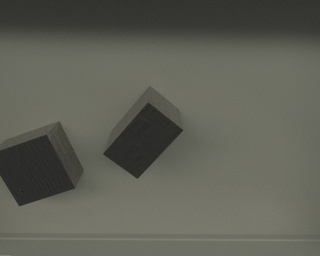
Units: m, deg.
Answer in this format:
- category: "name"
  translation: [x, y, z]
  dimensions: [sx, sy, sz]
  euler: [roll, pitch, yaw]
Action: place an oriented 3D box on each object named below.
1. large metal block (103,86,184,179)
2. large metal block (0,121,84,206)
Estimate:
- category: "large metal block"
  translation: [-0.020, 0.002, 0.383]
  dimensions: [0.050, 0.080, 0.080]
  euler: [39, 105, -13]
- category: "large metal block"
  translation: [-0.161, 0.047, 0.413]
  dimensions: [0.080, 0.050, 0.080]
  euler: [-19, 109, 6]
